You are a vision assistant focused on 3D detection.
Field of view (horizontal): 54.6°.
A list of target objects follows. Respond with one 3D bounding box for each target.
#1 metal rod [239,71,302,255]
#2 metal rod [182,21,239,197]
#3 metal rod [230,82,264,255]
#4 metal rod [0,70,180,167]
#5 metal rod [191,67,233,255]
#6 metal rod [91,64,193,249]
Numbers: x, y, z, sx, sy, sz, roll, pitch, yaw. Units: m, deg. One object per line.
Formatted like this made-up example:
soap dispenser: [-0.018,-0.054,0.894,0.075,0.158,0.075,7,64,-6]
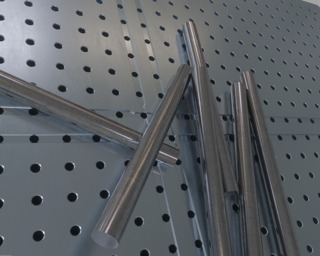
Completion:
metal rod: [0.160,0.038,0.470,0.025,0.025,0.299,10,57,-23]
metal rod: [0.070,-0.046,0.472,0.025,0.025,0.299,5,59,-25]
metal rod: [0.120,0.057,0.437,0.025,0.025,0.300,17,55,-18]
metal rod: [-0.115,-0.023,0.359,0.301,0.025,0.025,25,53,-13]
metal rod: [0.065,0.050,0.399,0.025,0.025,0.299,9,62,-23]
metal rod: [-0.003,0.003,0.372,0.025,0.025,0.301,33,42,-7]
